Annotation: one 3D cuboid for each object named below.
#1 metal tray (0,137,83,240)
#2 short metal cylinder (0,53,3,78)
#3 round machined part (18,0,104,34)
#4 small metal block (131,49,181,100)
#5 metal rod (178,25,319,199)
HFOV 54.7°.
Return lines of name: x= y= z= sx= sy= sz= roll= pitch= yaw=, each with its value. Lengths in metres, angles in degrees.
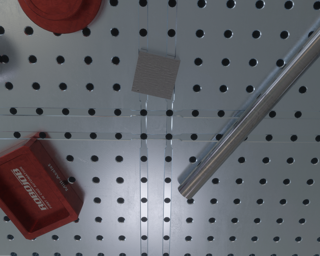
metal tray: x=-0.183 y=0.089 z=0.441 sx=0.090 sy=0.030 sz=0.130 roll=-26 pitch=108 yaw=9
short metal cylinder: x=-0.240 y=-0.077 z=0.369 sx=0.081 sy=0.050 sz=0.079 roll=0 pitch=110 yaw=0
round machined part: x=-0.114 y=-0.156 z=0.346 sx=0.099 sy=0.042 sz=0.097 roll=0 pitch=110 yaw=0
small metal block: x=-0.005 y=-0.067 z=0.388 sx=0.050 sy=0.025 sz=0.050 roll=12 pitch=110 yaw=-5
metal rod: x=0.125 y=-0.019 z=0.407 sx=0.025 sy=0.025 sz=0.299 roll=35 pitch=106 yaw=-12
